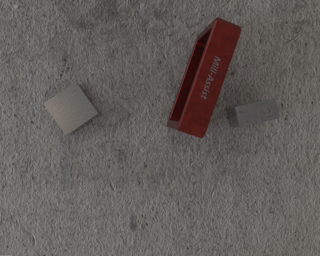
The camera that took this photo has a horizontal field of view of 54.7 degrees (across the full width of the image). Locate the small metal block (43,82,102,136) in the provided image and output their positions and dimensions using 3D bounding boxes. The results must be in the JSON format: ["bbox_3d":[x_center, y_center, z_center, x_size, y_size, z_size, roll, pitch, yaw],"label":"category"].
[{"bbox_3d":[-0.114,-0.025,0.409,0.050,0.025,0.050,-35,90,0],"label":"small metal block"}]

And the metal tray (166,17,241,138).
[{"bbox_3d":[0.049,-0.056,0.376,0.030,0.090,0.129,19,90,-8],"label":"metal tray"}]

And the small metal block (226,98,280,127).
[{"bbox_3d":[0.117,-0.019,0.398,0.050,0.050,0.025,-13,90,0],"label":"small metal block"}]
